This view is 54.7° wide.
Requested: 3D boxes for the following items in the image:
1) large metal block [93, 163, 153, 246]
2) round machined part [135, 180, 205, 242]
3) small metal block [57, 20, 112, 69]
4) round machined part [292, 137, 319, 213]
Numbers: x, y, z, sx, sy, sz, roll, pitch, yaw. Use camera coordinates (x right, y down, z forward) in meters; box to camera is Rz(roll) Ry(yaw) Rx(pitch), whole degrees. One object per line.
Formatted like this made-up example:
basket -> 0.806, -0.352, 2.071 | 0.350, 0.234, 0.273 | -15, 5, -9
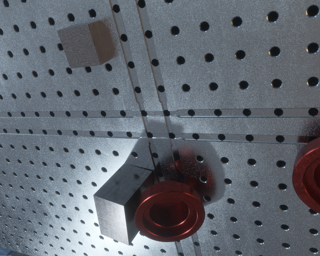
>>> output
large metal block -> -0.051, 0.114, 0.472 | 0.050, 0.080, 0.079 | 13, 124, 24
round machined part -> 0.013, 0.115, 0.448 | 0.099, 0.042, 0.097 | -2, 119, -3
small metal block -> -0.096, -0.106, 0.396 | 0.050, 0.025, 0.050 | 0, 119, 28
round machined part -> 0.195, 0.047, 0.326 | 0.098, 0.042, 0.097 | 13, 124, 21
